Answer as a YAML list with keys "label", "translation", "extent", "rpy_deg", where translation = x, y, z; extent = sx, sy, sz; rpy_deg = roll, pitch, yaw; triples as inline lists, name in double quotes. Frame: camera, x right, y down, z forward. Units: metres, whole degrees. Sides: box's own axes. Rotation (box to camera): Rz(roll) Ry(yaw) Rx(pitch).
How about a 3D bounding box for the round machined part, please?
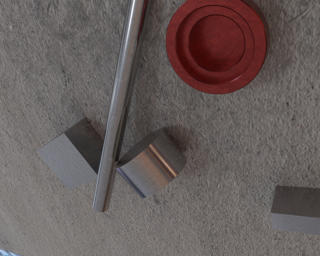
- label: "round machined part"
  translation: [0.059, -0.087, 0.310]
  extent: [0.098, 0.042, 0.097]
  rpy_deg: [13, 124, 20]

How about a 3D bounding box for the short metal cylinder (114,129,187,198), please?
- label: "short metal cylinder"
  translation: [-0.012, 0.045, 0.404]
  extent: [0.080, 0.080, 0.050]
  rpy_deg: [-32, 101, 38]

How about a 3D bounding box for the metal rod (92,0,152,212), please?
- label: "metal rod"
  translation: [-0.054, -0.012, 0.395]
  extent: [0.025, 0.025, 0.298]
  rpy_deg: [22, 117, 14]

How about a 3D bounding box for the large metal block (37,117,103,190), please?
- label: "large metal block"
  translation: [-0.129, 0.041, 0.482]
  extent: [0.080, 0.050, 0.080]
  rpy_deg: [-27, 104, 37]

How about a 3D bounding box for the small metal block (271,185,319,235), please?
- label: "small metal block"
  translation: [0.161, 0.095, 0.364]
  extent: [0.050, 0.050, 0.025]
  rpy_deg: [-1, 118, 28]
